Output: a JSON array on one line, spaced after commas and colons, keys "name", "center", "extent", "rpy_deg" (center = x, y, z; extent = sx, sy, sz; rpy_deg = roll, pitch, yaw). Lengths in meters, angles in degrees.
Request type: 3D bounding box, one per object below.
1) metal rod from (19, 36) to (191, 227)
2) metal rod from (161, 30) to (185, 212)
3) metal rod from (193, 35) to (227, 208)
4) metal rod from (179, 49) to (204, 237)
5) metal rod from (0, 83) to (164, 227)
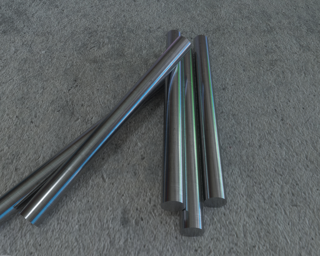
[{"name": "metal rod", "center": [-0.051, -0.013, 0.382], "extent": [0.025, 0.025, 0.301], "rpy_deg": [29, 65, 21]}, {"name": "metal rod", "center": [0.018, -0.035, 0.410], "extent": [0.025, 0.025, 0.300], "rpy_deg": [2, 50, 1]}, {"name": "metal rod", "center": [0.065, -0.034, 0.432], "extent": [0.025, 0.025, 0.300], "rpy_deg": [2, 50, 1]}, {"name": "metal rod", "center": [0.037, -0.009, 0.411], "extent": [0.025, 0.025, 0.300], "rpy_deg": [2, 50, 1]}, {"name": "metal rod", "center": [-0.093, 0.020, 0.385], "extent": [0.025, 0.025, 0.301], "rpy_deg": [33, 57, 24]}]
